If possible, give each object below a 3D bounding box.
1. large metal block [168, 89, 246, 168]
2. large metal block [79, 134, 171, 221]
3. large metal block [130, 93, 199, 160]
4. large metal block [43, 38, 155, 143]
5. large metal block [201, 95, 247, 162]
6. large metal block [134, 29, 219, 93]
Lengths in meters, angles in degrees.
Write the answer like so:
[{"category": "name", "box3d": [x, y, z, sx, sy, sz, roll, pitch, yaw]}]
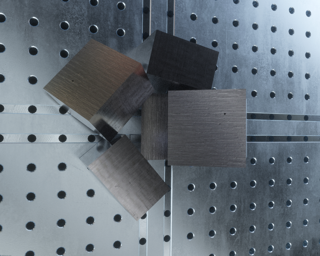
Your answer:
[{"category": "large metal block", "box3d": [0.054, 0.000, 0.345, 0.080, 0.050, 0.080, 0, 89, 14]}, {"category": "large metal block", "box3d": [-0.045, 0.053, 0.365, 0.050, 0.080, 0.080, -42, 104, -16]}, {"category": "large metal block", "box3d": [0.007, -0.002, 0.402, 0.081, 0.050, 0.080, 1, 90, -20]}, {"category": "large metal block", "box3d": [-0.068, -0.044, 0.351, 0.080, 0.080, 0.050, -51, 150, -13]}, {"category": "large metal block", "box3d": [0.086, 0.000, 0.406, 0.050, 0.080, 0.080, 0, 90, 18]}, {"category": "large metal block", "box3d": [0.014, -0.075, 0.389, 0.081, 0.080, 0.050, 14, 85, -19]}]
